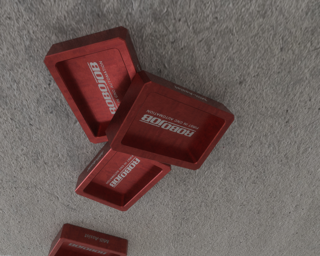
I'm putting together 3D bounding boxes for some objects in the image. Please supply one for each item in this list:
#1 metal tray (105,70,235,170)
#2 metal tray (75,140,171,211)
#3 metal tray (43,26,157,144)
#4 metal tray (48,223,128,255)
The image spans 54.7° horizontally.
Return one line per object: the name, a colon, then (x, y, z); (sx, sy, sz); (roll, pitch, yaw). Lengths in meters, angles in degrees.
metal tray: (0.014, -0.003, 0.368); (0.131, 0.030, 0.089); (18, 115, -32)
metal tray: (-0.056, 0.068, 0.460); (0.090, 0.030, 0.129); (28, 125, -22)
metal tray: (-0.062, -0.044, 0.365); (0.090, 0.030, 0.129); (-12, 129, 10)
metal tray: (-0.140, 0.237, 0.603); (0.131, 0.030, 0.089); (23, 127, -19)
